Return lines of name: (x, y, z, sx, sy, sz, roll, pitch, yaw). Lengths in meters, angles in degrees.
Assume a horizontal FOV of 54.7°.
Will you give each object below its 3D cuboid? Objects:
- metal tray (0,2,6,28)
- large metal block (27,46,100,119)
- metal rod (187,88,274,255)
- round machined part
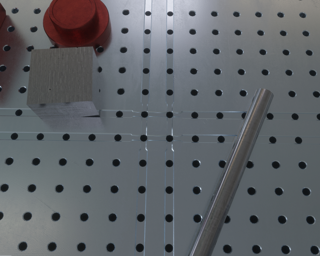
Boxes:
metal tray: (-0.268, -0.141, 0.426, 0.030, 0.090, 0.130, 10, 70, 4)
large metal block: (-0.127, -0.060, 0.419, 0.081, 0.050, 0.080, -3, 70, -2)
metal rod: (0.080, 0.079, 0.383, 0.025, 0.025, 0.300, 24, 72, 8)
round machined part: (-0.125, -0.163, 0.461, 0.099, 0.042, 0.098, 0, 70, 0)
